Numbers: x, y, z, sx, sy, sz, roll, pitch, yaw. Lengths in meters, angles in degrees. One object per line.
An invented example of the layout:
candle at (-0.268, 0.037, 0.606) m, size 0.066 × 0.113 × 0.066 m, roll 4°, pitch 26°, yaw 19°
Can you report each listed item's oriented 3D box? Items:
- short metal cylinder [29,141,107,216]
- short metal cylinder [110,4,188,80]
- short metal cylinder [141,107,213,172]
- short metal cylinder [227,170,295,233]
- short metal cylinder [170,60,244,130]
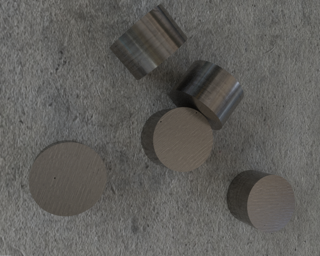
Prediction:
short metal cylinder at (-0.106, 0.055, 0.357) m, size 0.081 × 0.050 × 0.080 m, roll 0°, pitch 90°, yaw -20°
short metal cylinder at (-0.014, -0.103, 0.374) m, size 0.080 × 0.080 × 0.050 m, roll -44°, pitch 104°, yaw -15°
short metal cylinder at (0.021, 0.014, 0.403) m, size 0.081 × 0.050 × 0.080 m, roll 0°, pitch 90°, yaw -20°
short metal cylinder at (0.145, 0.104, 0.449) m, size 0.081 × 0.050 × 0.080 m, roll 0°, pitch 90°, yaw -20°
short metal cylinder at (0.060, -0.041, 0.402) m, size 0.080 × 0.080 × 0.050 m, roll 40°, pitch 77°, yaw -16°
